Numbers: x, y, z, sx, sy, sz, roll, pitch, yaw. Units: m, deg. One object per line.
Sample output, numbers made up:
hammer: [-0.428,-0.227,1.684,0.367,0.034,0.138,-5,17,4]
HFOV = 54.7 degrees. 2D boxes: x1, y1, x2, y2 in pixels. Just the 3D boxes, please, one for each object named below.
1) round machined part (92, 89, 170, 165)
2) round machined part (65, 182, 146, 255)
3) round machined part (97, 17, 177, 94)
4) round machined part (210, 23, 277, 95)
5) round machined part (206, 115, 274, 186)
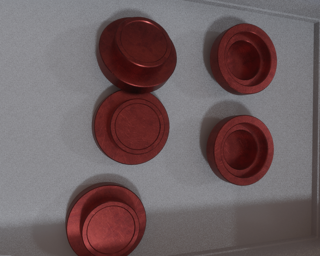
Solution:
round machined part: [-0.033,-0.002,0.390,0.099,0.042,0.097,0,90,-21]
round machined part: [-0.063,0.118,0.379,0.099,0.042,0.097,0,90,-21]
round machined part: [-0.025,-0.095,0.378,0.099,0.042,0.098,7,70,-18]
round machined part: [0.115,-0.095,0.445,0.099,0.042,0.097,0,90,-21]
round machined part: [0.110,0.031,0.444,0.099,0.042,0.097,0,90,-21]
